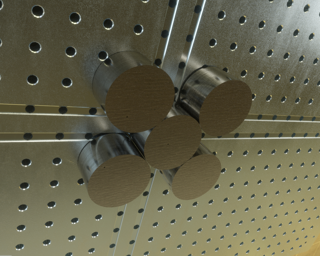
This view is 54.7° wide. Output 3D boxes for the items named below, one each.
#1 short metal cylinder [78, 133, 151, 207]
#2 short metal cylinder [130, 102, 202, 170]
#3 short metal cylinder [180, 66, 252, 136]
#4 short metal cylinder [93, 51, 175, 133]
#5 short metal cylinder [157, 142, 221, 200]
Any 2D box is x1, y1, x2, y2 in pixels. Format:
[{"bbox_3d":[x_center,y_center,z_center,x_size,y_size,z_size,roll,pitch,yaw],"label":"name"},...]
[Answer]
[{"bbox_3d":[-0.059,0.054,0.396,0.081,0.050,0.079,-14,125,-21],"label":"short metal cylinder"},{"bbox_3d":[0.007,0.007,0.404,0.081,0.050,0.079,-14,125,-21],"label":"short metal cylinder"},{"bbox_3d":[0.074,-0.036,0.413,0.081,0.050,0.079,-14,125,-21],"label":"short metal cylinder"},{"bbox_3d":[-0.030,-0.041,0.353,0.081,0.050,0.079,-14,125,-21],"label":"short metal cylinder"},{"bbox_3d":[0.042,0.058,0.455,0.081,0.050,0.079,-14,125,-21],"label":"short metal cylinder"}]
